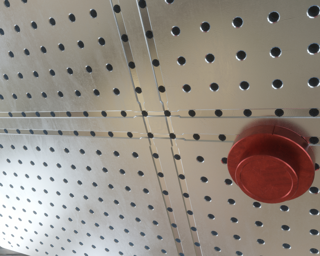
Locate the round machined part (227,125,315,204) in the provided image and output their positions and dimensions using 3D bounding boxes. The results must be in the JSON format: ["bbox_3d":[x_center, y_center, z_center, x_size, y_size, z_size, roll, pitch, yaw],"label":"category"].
[{"bbox_3d":[0.127,0.049,0.364,0.098,0.042,0.097,13,124,21],"label":"round machined part"}]
